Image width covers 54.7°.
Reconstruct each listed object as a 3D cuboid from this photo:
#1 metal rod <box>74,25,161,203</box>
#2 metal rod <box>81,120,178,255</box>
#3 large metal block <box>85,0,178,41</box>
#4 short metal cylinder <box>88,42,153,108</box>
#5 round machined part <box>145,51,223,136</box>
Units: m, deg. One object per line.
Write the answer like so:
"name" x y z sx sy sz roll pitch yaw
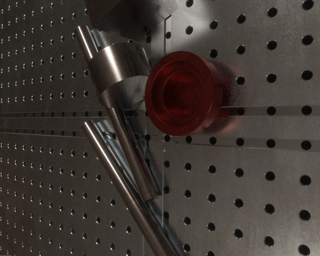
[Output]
"metal rod" -0.070 -0.033 0.464 0.025 0.025 0.299 -38 67 33
"metal rod" -0.036 0.104 0.436 0.025 0.025 0.300 -51 60 27
"large metal block" -0.038 -0.164 0.403 0.080 0.081 0.050 -27 73 36
"short metal cylinder" -0.049 -0.068 0.412 0.080 0.081 0.050 -34 69 34
"round machined part" 0.032 -0.039 0.371 0.098 0.042 0.097 0 90 39
